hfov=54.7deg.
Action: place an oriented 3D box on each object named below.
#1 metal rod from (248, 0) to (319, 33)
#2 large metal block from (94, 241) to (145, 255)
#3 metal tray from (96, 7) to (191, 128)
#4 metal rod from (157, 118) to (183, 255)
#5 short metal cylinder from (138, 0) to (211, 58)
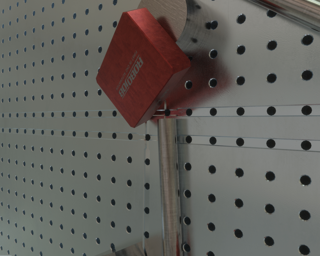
[{"bbox_3d":[0.064,-0.178,0.354,0.300,0.025,0.025,42,115,31],"label":"metal rod"},{"bbox_3d":[-0.059,0.216,0.440,0.080,0.050,0.080,-30,72,36],"label":"large metal block"},{"bbox_3d":[-0.028,-0.069,0.384,0.090,0.030,0.129,52,142,9],"label":"metal tray"},{"bbox_3d":[0.016,0.137,0.394,0.025,0.025,0.298,-5,87,39],"label":"metal rod"},{"bbox_3d":[0.014,-0.127,0.380,0.080,0.050,0.079,0,90,39],"label":"short metal cylinder"}]
